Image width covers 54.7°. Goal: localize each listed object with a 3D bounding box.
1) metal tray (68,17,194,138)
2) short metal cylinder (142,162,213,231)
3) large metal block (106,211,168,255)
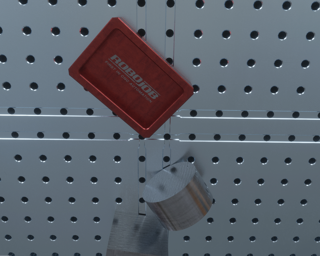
[{"bbox_3d":[-0.034,-0.061,0.387,0.130,0.030,0.090,41,105,-14],"label":"metal tray"},{"bbox_3d":[0.024,0.090,0.418,0.080,0.080,0.050,-28,108,9],"label":"short metal cylinder"},{"bbox_3d":[-0.033,0.171,0.447,0.081,0.080,0.050,10,110,-4],"label":"large metal block"}]
